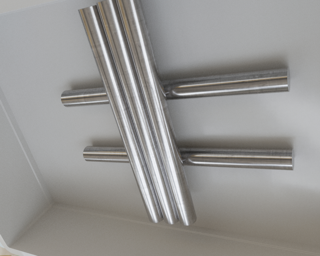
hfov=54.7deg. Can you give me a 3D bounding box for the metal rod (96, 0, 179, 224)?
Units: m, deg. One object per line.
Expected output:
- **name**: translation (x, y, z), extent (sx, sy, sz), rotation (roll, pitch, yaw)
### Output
- **metal rod**: translation (-0.018, -0.002, 0.382), extent (0.025, 0.025, 0.298), rotation (-1, 118, 29)

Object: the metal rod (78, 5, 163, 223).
- **metal rod**: translation (-0.040, 0.000, 0.395), extent (0.025, 0.025, 0.298), rotation (-1, 118, 29)

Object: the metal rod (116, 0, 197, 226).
- **metal rod**: translation (0.003, -0.004, 0.369), extent (0.025, 0.025, 0.298), rotation (-1, 118, 29)

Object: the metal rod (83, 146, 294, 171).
- **metal rod**: translation (0.018, 0.038, 0.421), extent (0.300, 0.025, 0.025), rotation (-1, 118, 28)

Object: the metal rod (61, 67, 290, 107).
- **metal rod**: translation (-0.003, -0.046, 0.381), extent (0.300, 0.025, 0.025), rotation (-1, 118, 28)
